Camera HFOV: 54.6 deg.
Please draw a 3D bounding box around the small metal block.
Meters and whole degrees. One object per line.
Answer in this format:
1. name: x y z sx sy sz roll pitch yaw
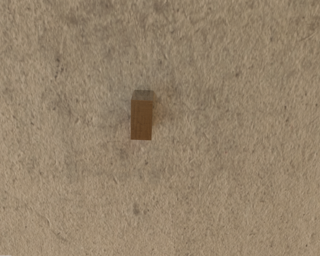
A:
1. small metal block: -0.022 -0.017 0.390 0.025 0.050 0.050 2 110 -1
